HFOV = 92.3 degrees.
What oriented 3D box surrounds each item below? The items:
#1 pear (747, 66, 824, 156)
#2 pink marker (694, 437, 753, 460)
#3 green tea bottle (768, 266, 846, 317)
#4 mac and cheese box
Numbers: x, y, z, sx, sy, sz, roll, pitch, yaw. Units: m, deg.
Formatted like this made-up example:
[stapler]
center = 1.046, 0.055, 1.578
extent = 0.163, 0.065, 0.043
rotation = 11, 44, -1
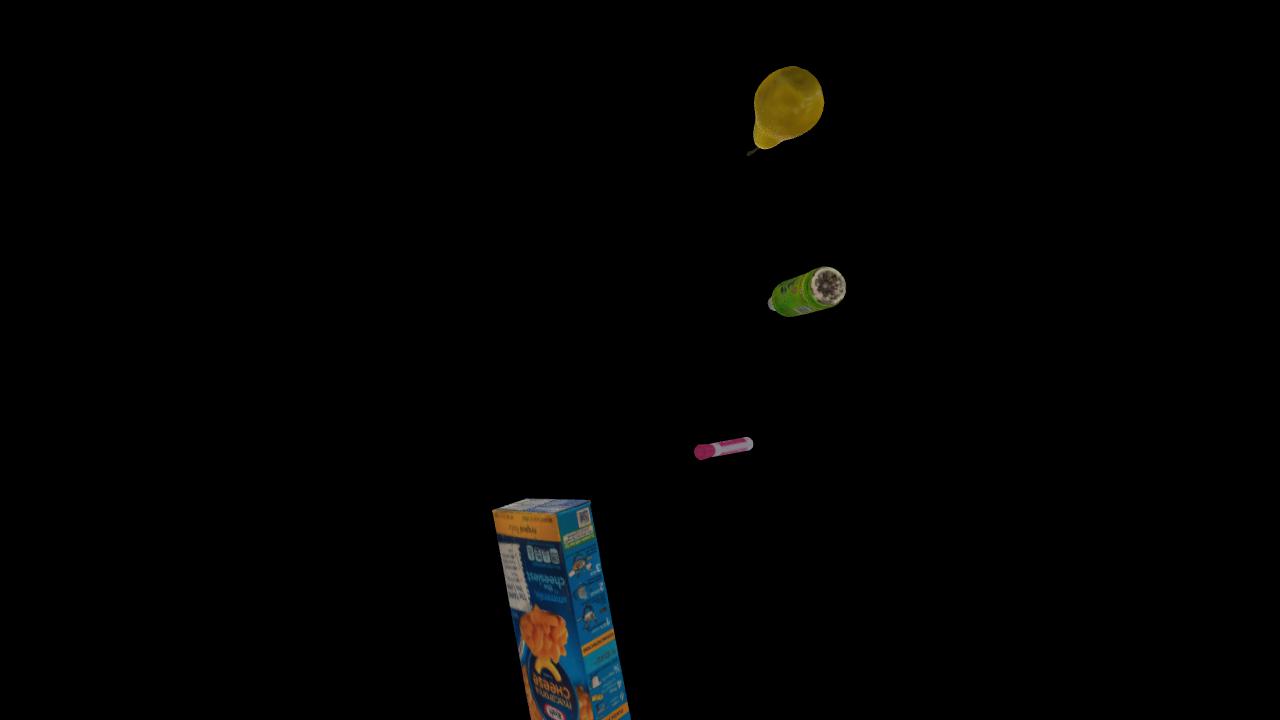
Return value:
[pear]
center = 0.161, -0.275, 0.706
extent = 0.080, 0.080, 0.111
rotation = 0, -24, -11
[pink marker]
center = 0.108, 0.113, 0.793
extent = 0.020, 0.020, 0.121
rotation = 0, -1, 40
[green tea bottle]
center = 0.286, -0.115, 1.106
extent = 0.073, 0.073, 0.212
rotation = 0, -4, -13
[mac and cheese box]
center = -0.062, 0.202, 0.479
extent = 0.041, 0.184, 0.093
rotation = -9, -2, -45
